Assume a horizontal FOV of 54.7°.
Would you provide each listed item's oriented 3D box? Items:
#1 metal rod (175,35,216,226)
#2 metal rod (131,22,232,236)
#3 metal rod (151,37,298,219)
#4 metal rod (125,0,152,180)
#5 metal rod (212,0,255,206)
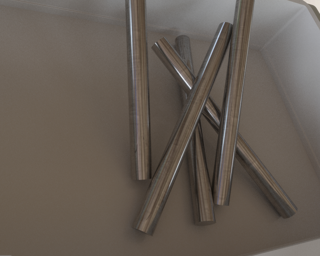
[{"bbox_3d":[0.046,-0.016,0.441,0.025,0.025,0.299,11,57,-23],"label":"metal rod"},{"bbox_3d":[0.038,-0.016,0.387,0.025,0.025,0.300,29,67,-11],"label":"metal rod"},{"bbox_3d":[0.090,0.000,0.431,0.300,0.025,0.025,52,51,-1],"label":"metal rod"},{"bbox_3d":[-0.027,-0.090,0.368,0.025,0.025,0.298,-1,87,-29],"label":"metal rod"},{"bbox_3d":[0.098,-0.050,0.411,0.025,0.025,0.298,12,82,-22],"label":"metal rod"}]
